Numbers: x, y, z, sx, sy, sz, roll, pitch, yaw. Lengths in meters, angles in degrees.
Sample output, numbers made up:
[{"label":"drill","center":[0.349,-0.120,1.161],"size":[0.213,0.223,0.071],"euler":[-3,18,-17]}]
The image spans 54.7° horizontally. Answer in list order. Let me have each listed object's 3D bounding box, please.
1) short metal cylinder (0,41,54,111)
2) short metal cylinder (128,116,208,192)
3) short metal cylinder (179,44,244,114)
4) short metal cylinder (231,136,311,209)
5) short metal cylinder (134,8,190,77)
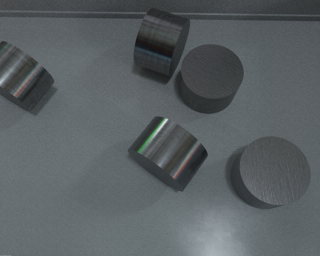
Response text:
[{"label":"short metal cylinder","center":[-0.188,-0.066,0.403],"size":[0.080,0.080,0.050],"euler":[30,73,10]},{"label":"short metal cylinder","center":[0.009,0.031,0.369],"size":[0.080,0.080,0.050],"euler":[35,74,11]},{"label":"short metal cylinder","center":[0.067,-0.065,0.421],"size":[0.081,0.050,0.080],"euler":[0,70,0]},{"label":"short metal cylinder","center":[0.131,0.056,0.377],"size":[0.081,0.050,0.080],"euler":[0,70,0]},{"label":"short metal cylinder","center":[0.003,-0.116,0.423],"size":[0.050,0.080,0.080],"euler":[21,71,7]}]
